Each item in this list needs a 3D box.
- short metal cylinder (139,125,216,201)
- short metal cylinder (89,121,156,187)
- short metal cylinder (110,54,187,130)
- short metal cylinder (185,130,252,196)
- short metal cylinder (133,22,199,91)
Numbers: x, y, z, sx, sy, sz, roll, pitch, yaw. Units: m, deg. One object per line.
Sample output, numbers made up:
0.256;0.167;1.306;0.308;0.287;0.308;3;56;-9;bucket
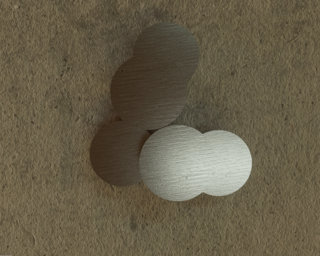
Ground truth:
0.018;0.036;0.348;0.081;0.050;0.080;0;90;-1;short metal cylinder
-0.045;0.031;0.398;0.081;0.050;0.080;0;90;0;short metal cylinder
-0.012;-0.038;0.348;0.080;0.050;0.080;0;90;0;short metal cylinder
0.071;0.042;0.399;0.081;0.050;0.080;0;90;0;short metal cylinder
0.007;-0.088;0.399;0.081;0.050;0.080;0;90;0;short metal cylinder
